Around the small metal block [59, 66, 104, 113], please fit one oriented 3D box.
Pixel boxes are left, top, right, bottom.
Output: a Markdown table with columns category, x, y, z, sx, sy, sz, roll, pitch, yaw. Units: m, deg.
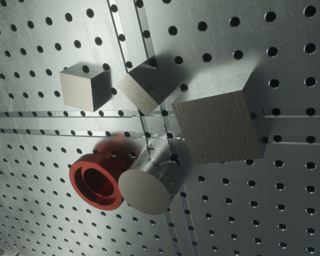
| category | x | y | z | sx | sy | sz | roll | pitch | yaw |
| --- | --- | --- | --- | --- | --- | --- | --- | --- | --- |
| small metal block | -0.109 | -0.054 | 0.433 | 0.050 | 0.025 | 0.050 | 15 | 124 | 19 |

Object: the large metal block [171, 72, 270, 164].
| category | x | y | z | sx | sy | sz | roll | pitch | yaw |
| --- | --- | --- | --- | --- | --- | --- | --- | --- | --- |
| large metal block | 0.070 | -0.009 | 0.352 | 0.080 | 0.050 | 0.080 | -10 | 114 | 32 |

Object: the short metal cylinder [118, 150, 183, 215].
| category | x | y | z | sx | sy | sz | roll | pitch | yaw |
| --- | --- | --- | --- | --- | --- | --- | --- | --- | --- |
| short metal cylinder | -0.013 | 0.078 | 0.449 | 0.080 | 0.050 | 0.079 | 13 | 124 | 20 |

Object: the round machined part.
| category | x | y | z | sx | sy | sz | roll | pitch | yaw |
| --- | --- | --- | --- | --- | --- | --- | --- | --- | --- |
| round machined part | -0.092 | 0.081 | 0.497 | 0.098 | 0.042 | 0.097 | 13 | 124 | 20 |

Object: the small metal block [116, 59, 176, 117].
| category | x | y | z | sx | sy | sz | roll | pitch | yaw |
| --- | --- | --- | --- | --- | --- | --- | --- | --- | --- |
| small metal block | -0.015 | -0.049 | 0.372 | 0.050 | 0.050 | 0.025 | 46 | 129 | -4 |
